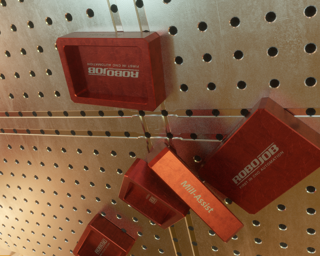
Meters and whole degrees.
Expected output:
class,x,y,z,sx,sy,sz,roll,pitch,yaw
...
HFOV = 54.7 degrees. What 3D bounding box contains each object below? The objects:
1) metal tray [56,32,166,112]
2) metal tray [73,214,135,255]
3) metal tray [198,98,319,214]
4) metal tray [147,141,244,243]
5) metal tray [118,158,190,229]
class,x,y,z,sx,sy,sz,roll,pitch,yaw
metal tray,-0.062,-0.073,0.393,0.130,0.030,0.089,7,122,24
metal tray,-0.114,0.235,0.610,0.090,0.030,0.129,35,129,4
metal tray,0.117,0.038,0.369,0.090,0.030,0.129,37,129,3
metal tray,0.040,0.076,0.394,0.030,0.090,0.130,-45,94,-1
metal tray,-0.010,0.098,0.439,0.090,0.030,0.129,34,153,5
